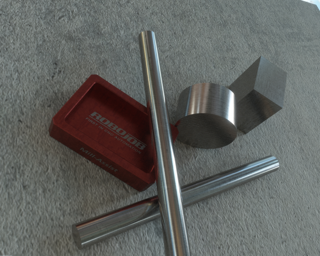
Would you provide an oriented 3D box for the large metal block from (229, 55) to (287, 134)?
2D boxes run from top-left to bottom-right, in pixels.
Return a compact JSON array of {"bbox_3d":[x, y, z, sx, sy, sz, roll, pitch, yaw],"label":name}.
[{"bbox_3d":[0.145,-0.050,0.480,0.050,0.080,0.080,31,52,-9],"label":"large metal block"}]

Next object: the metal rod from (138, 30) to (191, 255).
[{"bbox_3d":[0.001,0.004,0.364,0.025,0.025,0.299,6,59,-25],"label":"metal rod"}]

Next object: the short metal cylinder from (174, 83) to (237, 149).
[{"bbox_3d":[0.062,-0.014,0.412,0.080,0.080,0.050,22,54,-16],"label":"short metal cylinder"}]

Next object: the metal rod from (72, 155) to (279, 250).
[{"bbox_3d":[0.044,0.079,0.380,0.303,0.025,0.025,-12,68,-33],"label":"metal rod"}]

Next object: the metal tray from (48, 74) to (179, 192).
[{"bbox_3d":[-0.051,0.004,0.371,0.130,0.030,0.090,34,51,-7],"label":"metal tray"}]
